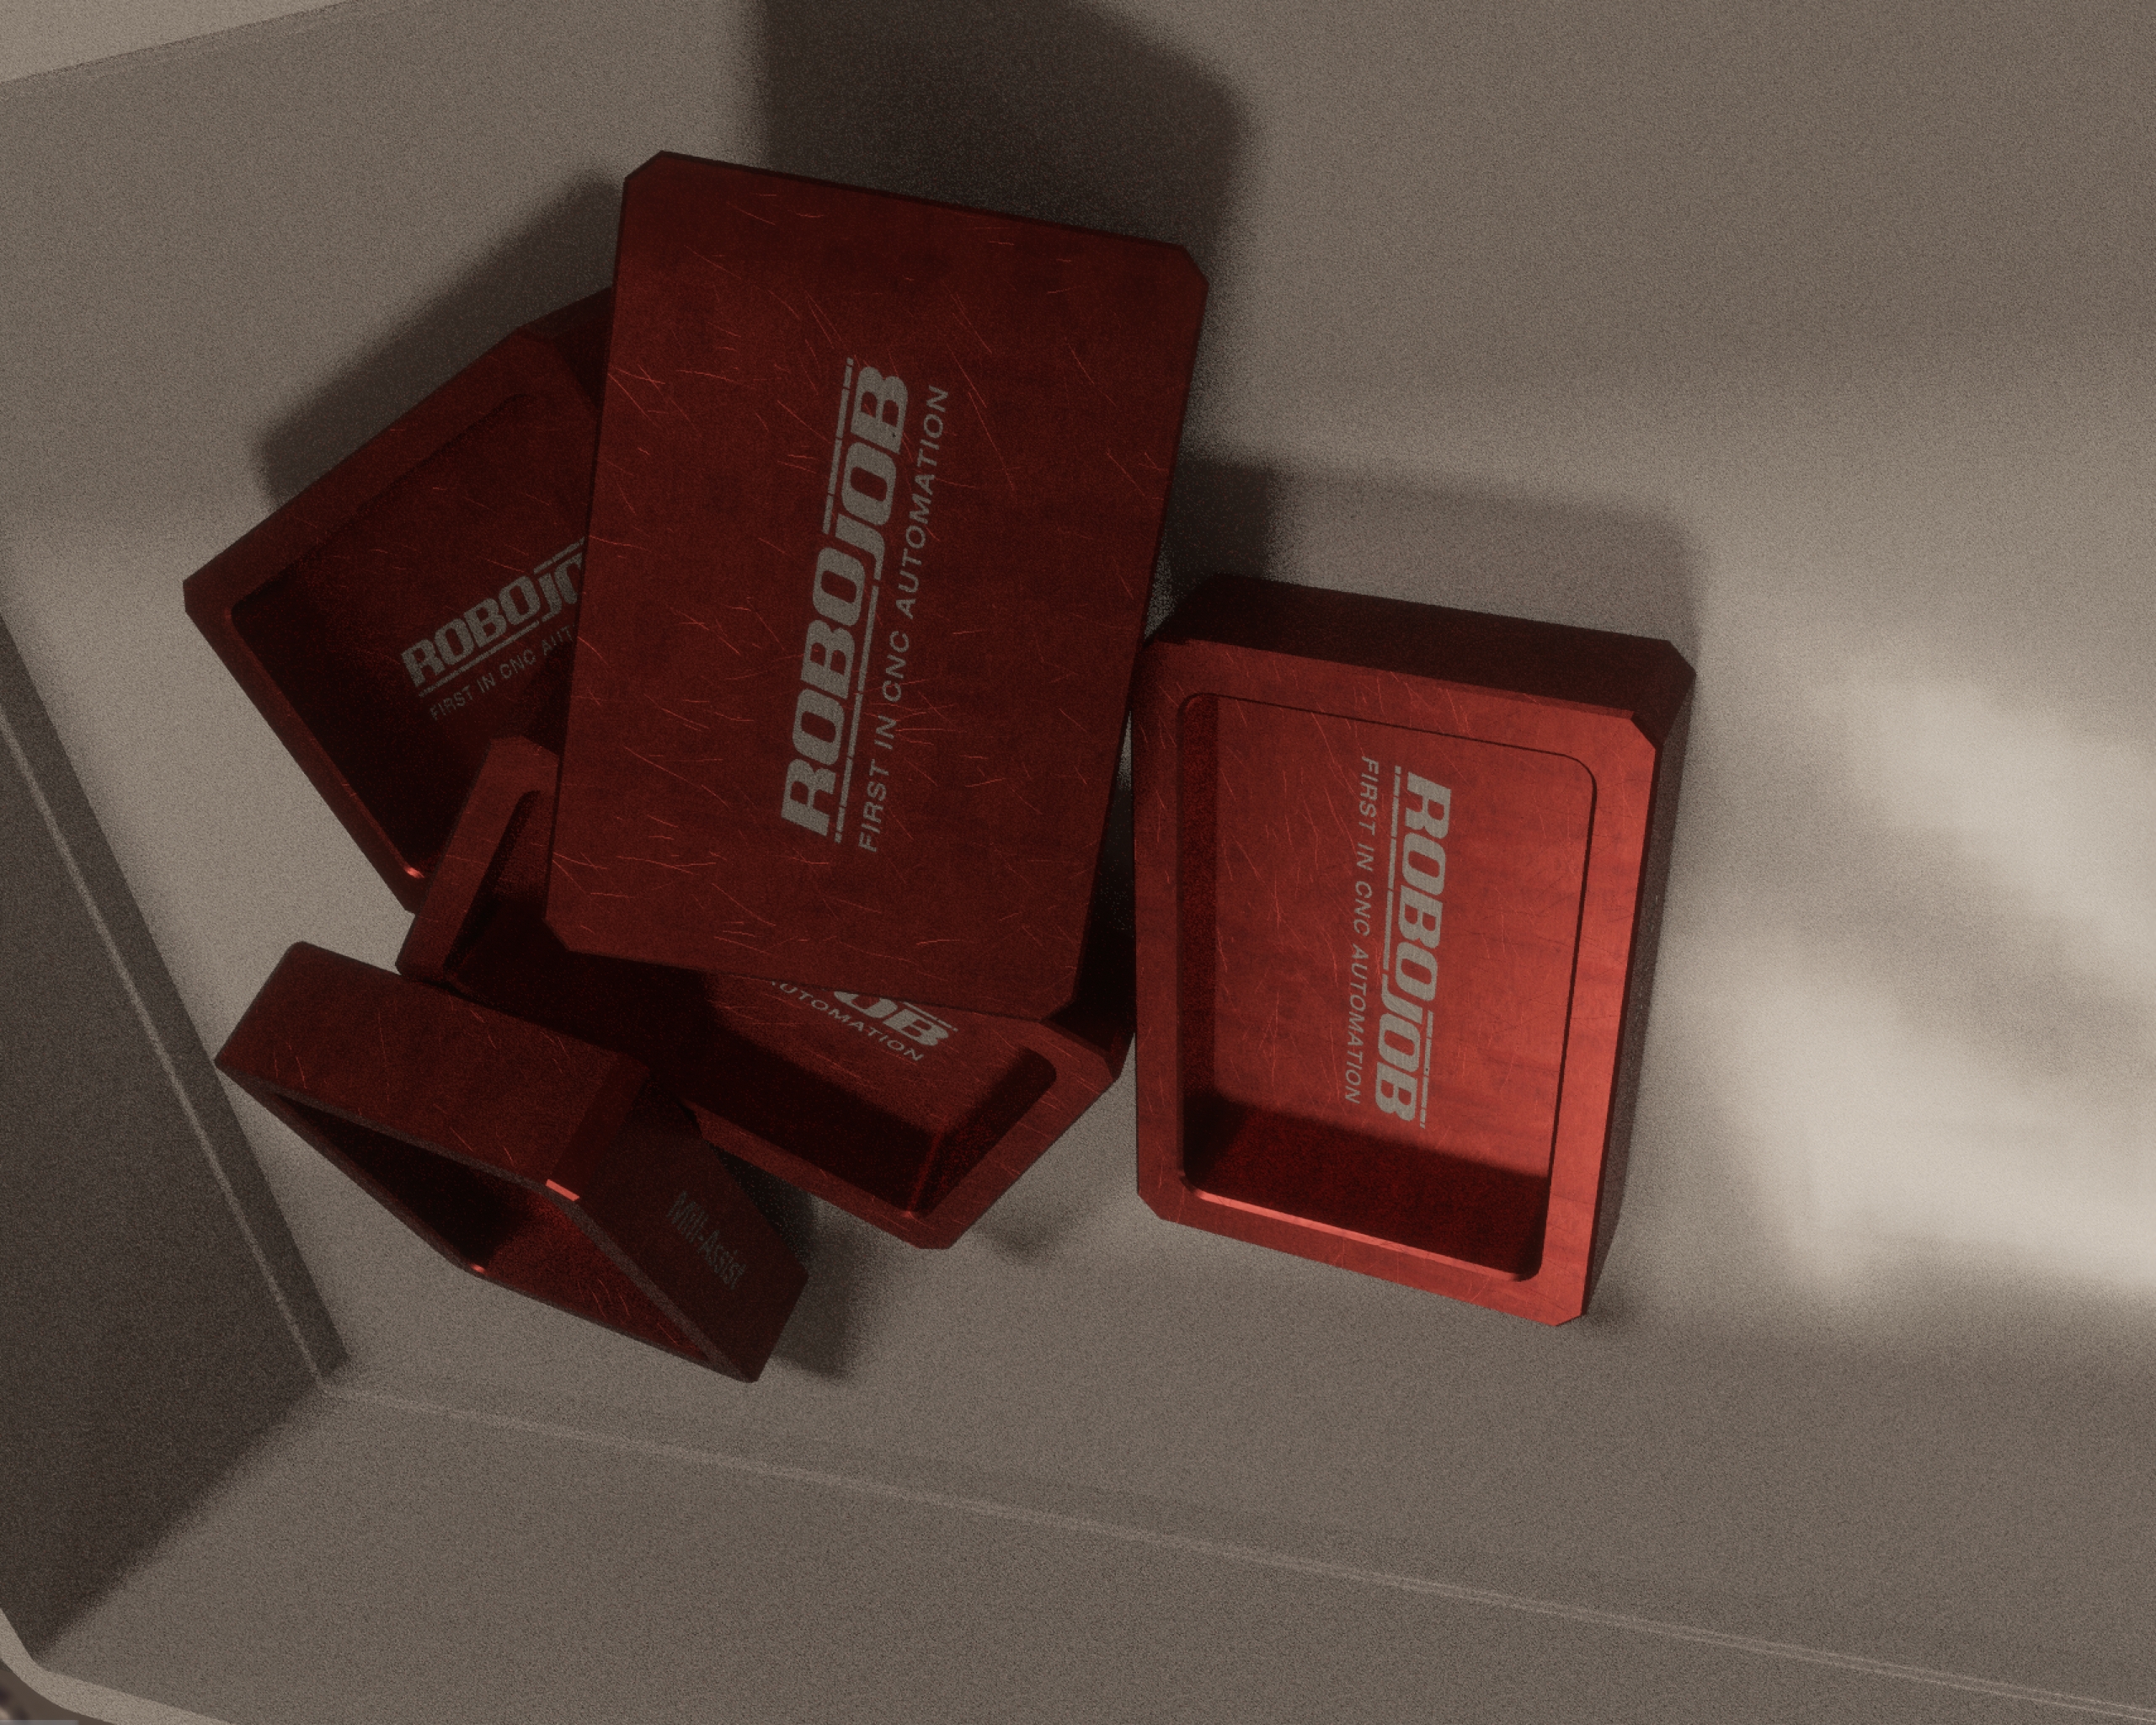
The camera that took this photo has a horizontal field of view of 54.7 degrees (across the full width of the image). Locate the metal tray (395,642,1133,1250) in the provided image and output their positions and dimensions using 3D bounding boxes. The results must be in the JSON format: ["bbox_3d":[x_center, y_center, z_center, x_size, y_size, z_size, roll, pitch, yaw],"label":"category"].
[{"bbox_3d":[-0.062,0.021,0.420,0.131,0.030,0.089,29,137,-10],"label":"metal tray"}]

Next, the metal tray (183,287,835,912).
[{"bbox_3d":[-0.117,-0.048,0.433,0.130,0.030,0.090,-22,107,36],"label":"metal tray"}]

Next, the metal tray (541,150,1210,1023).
[{"bbox_3d":[-0.035,-0.044,0.349,0.091,0.030,0.129,9,105,-4],"label":"metal tray"}]

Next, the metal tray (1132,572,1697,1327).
[{"bbox_3d":[0.057,0.017,0.383,0.090,0.030,0.129,12,124,21],"label":"metal tray"}]

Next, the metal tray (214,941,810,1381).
[{"bbox_3d":[-0.122,0.071,0.472,0.090,0.030,0.130,16,154,19],"label":"metal tray"}]
